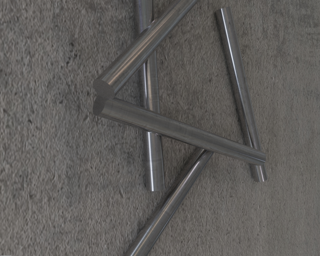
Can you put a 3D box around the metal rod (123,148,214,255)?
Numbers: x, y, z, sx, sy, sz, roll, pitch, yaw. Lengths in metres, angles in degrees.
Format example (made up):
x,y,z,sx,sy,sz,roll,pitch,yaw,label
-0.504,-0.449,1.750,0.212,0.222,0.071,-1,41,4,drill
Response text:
x,y,z,sx,sy,sz,roll,pitch,yaw,label
-0.005,0.125,0.400,0.301,0.025,0.025,-52,120,-27,metal rod

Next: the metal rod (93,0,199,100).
x,y,z,sx,sy,sz,roll,pitch,yaw,label
0.014,-0.139,0.387,0.025,0.025,0.301,54,50,-26,metal rod

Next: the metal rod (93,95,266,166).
x,y,z,sx,sy,sz,roll,pitch,yaw,label
0.050,0.012,0.412,0.302,0.025,0.025,18,79,-38,metal rod

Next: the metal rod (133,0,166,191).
x,y,z,sx,sy,sz,roll,pitch,yaw,label
-0.015,-0.070,0.391,0.025,0.025,0.298,-7,94,-40,metal rod

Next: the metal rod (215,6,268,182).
x,y,z,sx,sy,sz,roll,pitch,yaw,label
0.140,-0.048,0.521,0.025,0.025,0.298,-27,107,-37,metal rod
